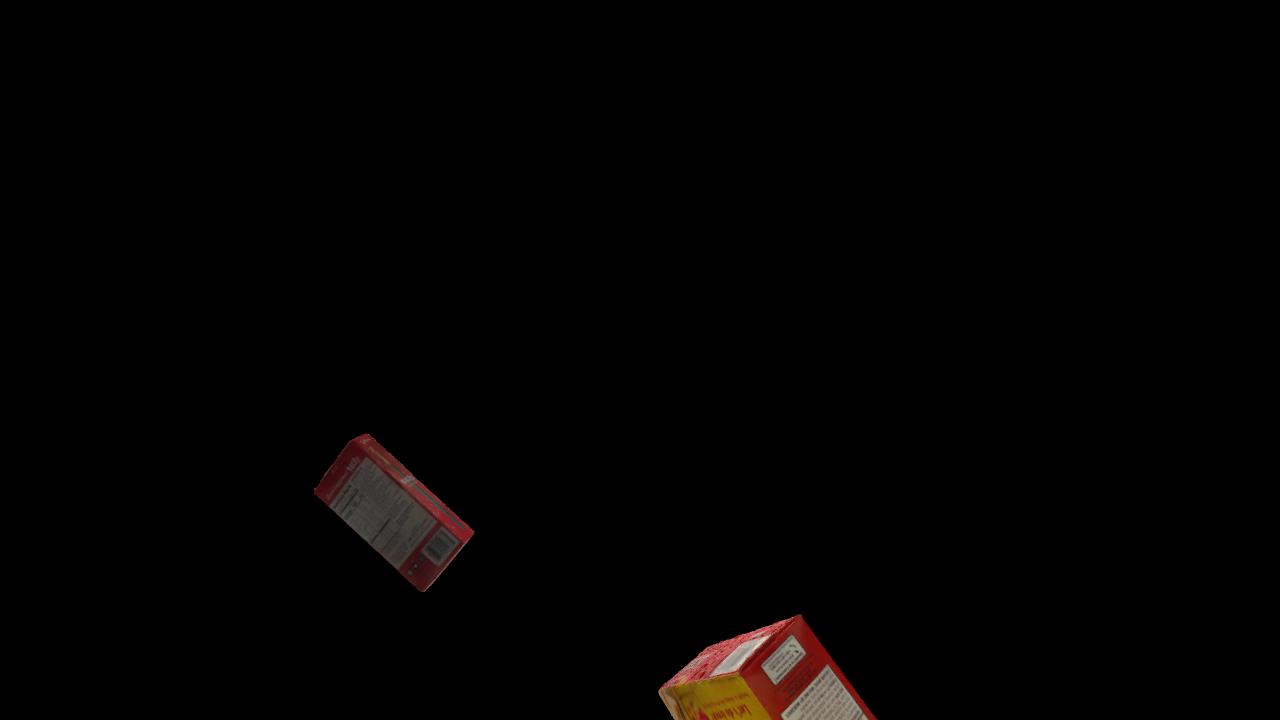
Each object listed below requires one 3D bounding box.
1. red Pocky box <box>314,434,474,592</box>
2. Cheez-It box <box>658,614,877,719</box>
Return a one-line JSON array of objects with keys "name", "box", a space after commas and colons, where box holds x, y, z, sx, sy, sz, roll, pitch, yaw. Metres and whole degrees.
[{"name": "red Pocky box", "box": [-0.250, 0.155, 0.626, 0.155, 0.083, 0.028, 42, 17, 2]}, {"name": "Cheez-It box", "box": [0.121, 0.302, 0.421, 0.071, 0.223, 0.166, -26, -20, -31]}]
